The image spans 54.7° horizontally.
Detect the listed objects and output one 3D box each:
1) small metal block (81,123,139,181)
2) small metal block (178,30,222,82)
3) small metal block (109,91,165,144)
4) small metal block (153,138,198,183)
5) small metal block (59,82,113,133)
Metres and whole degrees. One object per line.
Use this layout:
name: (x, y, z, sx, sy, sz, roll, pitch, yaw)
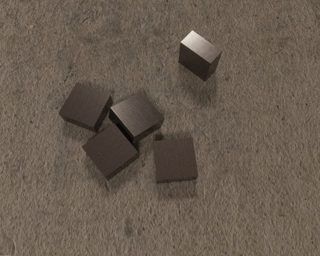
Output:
small metal block: (-0.062, 0.031, 0.396, 0.050, 0.025, 0.050, -37, 75, -13)
small metal block: (0.055, -0.099, 0.432, 0.050, 0.050, 0.025, 39, 75, 12)
small metal block: (-0.031, -0.013, 0.406, 0.050, 0.025, 0.050, -32, 73, -28)
small metal block: (0.019, 0.042, 0.393, 0.050, 0.025, 0.050, -5, 70, -2)
small metal block: (-0.098, -0.027, 0.417, 0.050, 0.025, 0.050, 21, 71, 7)
